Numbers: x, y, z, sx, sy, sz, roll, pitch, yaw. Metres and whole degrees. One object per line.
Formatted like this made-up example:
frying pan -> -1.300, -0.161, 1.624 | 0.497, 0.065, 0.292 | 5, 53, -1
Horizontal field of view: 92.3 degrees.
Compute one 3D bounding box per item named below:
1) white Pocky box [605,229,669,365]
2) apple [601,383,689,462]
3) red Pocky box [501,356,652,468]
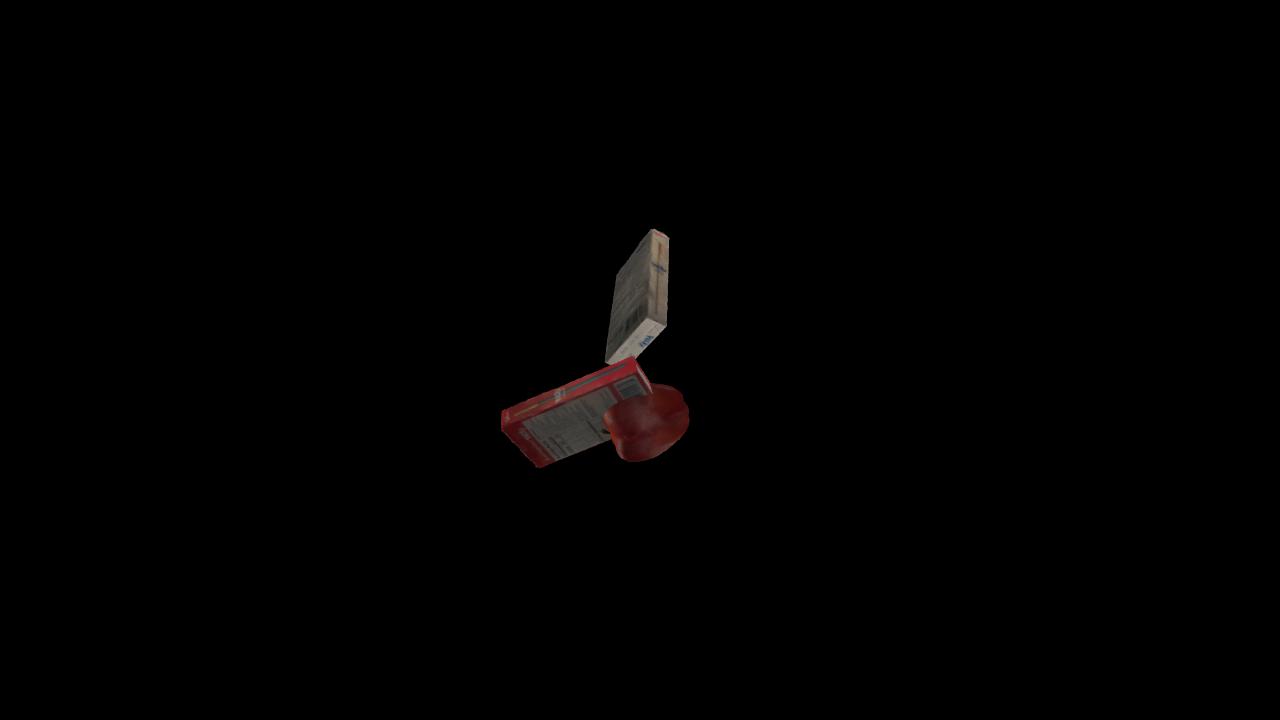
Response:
white Pocky box -> -0.002, -0.069, 0.677 | 0.028, 0.154, 0.084 | 25, -48, -20
apple -> 0.004, 0.062, 0.645 | 0.093, 0.079, 0.079 | -20, 3, -9
red Pocky box -> -0.059, 0.056, 0.643 | 0.155, 0.028, 0.083 | -23, -46, 8
